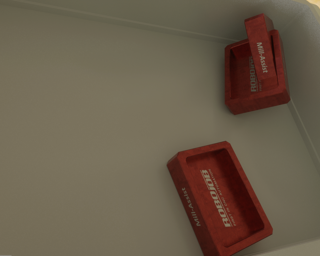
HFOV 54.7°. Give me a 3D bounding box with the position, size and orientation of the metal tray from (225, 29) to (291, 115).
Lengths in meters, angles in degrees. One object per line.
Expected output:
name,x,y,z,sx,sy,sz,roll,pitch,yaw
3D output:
metal tray,0.152,-0.090,0.495,0.030,0.090,0.130,44,43,-44

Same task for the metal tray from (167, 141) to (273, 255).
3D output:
metal tray,0.074,0.086,0.389,0.091,0.030,0.130,-10,67,-32

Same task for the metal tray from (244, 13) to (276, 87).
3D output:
metal tray,0.179,-0.117,0.516,0.091,0.030,0.129,-20,97,-60
